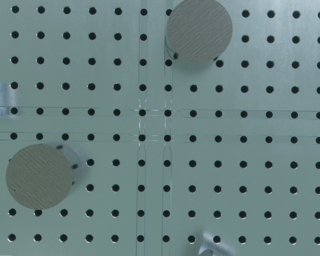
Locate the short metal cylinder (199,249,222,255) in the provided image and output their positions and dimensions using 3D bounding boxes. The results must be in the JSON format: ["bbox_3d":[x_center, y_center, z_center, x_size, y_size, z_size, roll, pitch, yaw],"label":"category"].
[{"bbox_3d":[0.067,0.201,0.387,0.050,0.080,0.080,30,90,-1],"label":"short metal cylinder"}]

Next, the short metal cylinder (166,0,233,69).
[{"bbox_3d":[0.048,-0.121,0.401,0.081,0.050,0.079,0,90,-1],"label":"short metal cylinder"}]

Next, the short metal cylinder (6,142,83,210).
[{"bbox_3d":[-0.146,0.059,0.399,0.081,0.050,0.079,0,90,-1],"label":"short metal cylinder"}]
